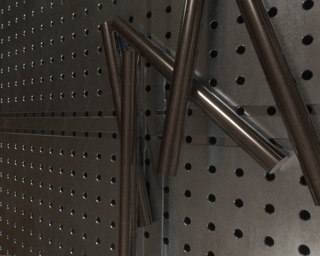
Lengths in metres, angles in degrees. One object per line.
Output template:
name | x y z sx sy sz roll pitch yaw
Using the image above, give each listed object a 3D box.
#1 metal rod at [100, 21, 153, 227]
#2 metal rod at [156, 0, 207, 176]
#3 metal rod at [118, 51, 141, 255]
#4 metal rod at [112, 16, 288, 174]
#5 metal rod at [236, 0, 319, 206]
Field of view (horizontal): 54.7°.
metal rod | -0.050 -0.011 0.448 0.025 0.025 0.298 -18 79 38
metal rod | 0.033 -0.095 0.355 0.025 0.025 0.298 8 87 39
metal rod | -0.041 0.049 0.409 0.025 0.025 0.298 -1 87 39
metal rod | 0.029 -0.058 0.383 0.300 0.025 0.025 47 118 29
metal rod | 0.113 -0.072 0.314 0.025 0.025 0.299 -26 74 37
